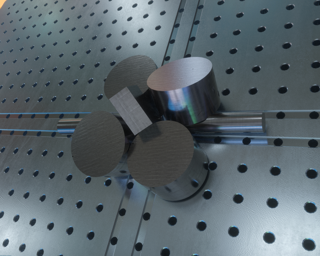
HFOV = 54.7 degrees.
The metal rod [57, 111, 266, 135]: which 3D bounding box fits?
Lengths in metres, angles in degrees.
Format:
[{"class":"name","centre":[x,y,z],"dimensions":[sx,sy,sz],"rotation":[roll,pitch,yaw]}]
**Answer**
[{"class":"metal rod","centre":[-0.018,-0.004,0.415],"dimensions":[0.300,0.025,0.025],"rotation":[-1,61,27]}]

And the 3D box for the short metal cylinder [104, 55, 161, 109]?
[{"class":"short metal cylinder","centre":[-0.031,-0.056,0.438],"dimensions":[0.080,0.050,0.080],"rotation":[-13,56,21]}]

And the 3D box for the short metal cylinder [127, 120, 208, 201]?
[{"class":"short metal cylinder","centre":[0.010,0.038,0.359],"dimensions":[0.080,0.050,0.080],"rotation":[-13,56,21]}]

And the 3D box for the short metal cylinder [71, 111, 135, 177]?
[{"class":"short metal cylinder","centre":[-0.064,0.022,0.392],"dimensions":[0.080,0.050,0.080],"rotation":[-5,80,26]}]

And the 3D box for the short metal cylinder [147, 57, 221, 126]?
[{"class":"short metal cylinder","centre":[0.030,-0.046,0.383],"dimensions":[0.080,0.050,0.080],"rotation":[-14,34,10]}]

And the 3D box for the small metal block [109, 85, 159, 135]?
[{"class":"small metal block","centre":[-0.029,-0.023,0.371],"dimensions":[0.025,0.050,0.050],"rotation":[-34,93,13]}]
